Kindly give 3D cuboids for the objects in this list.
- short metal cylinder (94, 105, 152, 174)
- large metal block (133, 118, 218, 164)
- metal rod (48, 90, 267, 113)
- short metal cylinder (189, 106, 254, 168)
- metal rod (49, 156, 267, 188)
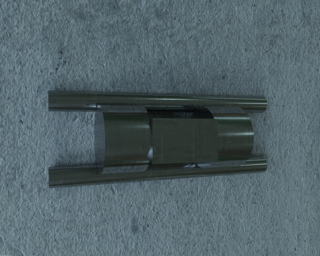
[{"bbox_3d":[-0.046,0.013,0.363,0.050,0.080,0.079,-1,91,-20],"label":"short metal cylinder"},{"bbox_3d":[0.016,0.014,0.384,0.081,0.080,0.050,0,90,-20],"label":"large metal block"},{"bbox_3d":[0.011,-0.033,0.414,0.303,0.025,0.025,-1,91,-20],"label":"metal rod"},{"bbox_3d":[0.078,0.012,0.409,0.050,0.080,0.079,-1,91,-20],"label":"short metal cylinder"},{"bbox_3d":[0.012,0.056,0.415,0.303,0.025,0.025,-1,91,-20],"label":"metal rod"}]
